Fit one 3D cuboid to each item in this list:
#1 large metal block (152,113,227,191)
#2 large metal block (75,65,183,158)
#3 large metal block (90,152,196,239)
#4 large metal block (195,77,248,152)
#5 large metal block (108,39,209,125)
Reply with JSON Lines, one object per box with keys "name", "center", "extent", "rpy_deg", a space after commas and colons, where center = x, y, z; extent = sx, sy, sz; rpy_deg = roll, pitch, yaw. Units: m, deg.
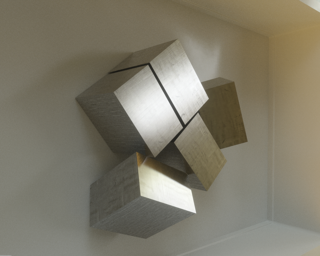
{"name": "large metal block", "center": [0.024, 0.028, 0.390], "extent": [0.050, 0.080, 0.080], "rpy_deg": [-49, 120, -29]}
{"name": "large metal block", "center": [-0.034, -0.017, 0.342], "extent": [0.050, 0.080, 0.080], "rpy_deg": [-45, 118, -31]}
{"name": "large metal block", "center": [-0.021, 0.079, 0.345], "extent": [0.080, 0.080, 0.050], "rpy_deg": [28, 38, -37]}
{"name": "large metal block", "center": [0.076, -0.022, 0.427], "extent": [0.050, 0.080, 0.080], "rpy_deg": [-16, 103, 2]}
{"name": "large metal block", "center": [-0.002, -0.050, 0.368], "extent": [0.050, 0.080, 0.080], "rpy_deg": [-46, 118, -30]}
